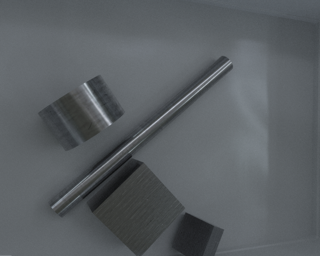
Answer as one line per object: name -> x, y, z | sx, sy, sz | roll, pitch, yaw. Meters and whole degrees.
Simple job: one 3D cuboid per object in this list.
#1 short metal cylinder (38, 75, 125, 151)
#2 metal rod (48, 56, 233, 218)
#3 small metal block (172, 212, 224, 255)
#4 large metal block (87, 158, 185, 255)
short metal cylinder -> -0.087, -0.018, 0.350 | 0.080, 0.080, 0.050 | -36, 102, -17
metal rod -> -0.014, 0.001, 0.406 | 0.301, 0.025, 0.025 | -41, 103, -16
small metal block -> 0.050, 0.148, 0.414 | 0.025, 0.050, 0.050 | 33, 77, -41
large metal block -> -0.030, 0.097, 0.387 | 0.080, 0.050, 0.080 | -44, 104, -15
